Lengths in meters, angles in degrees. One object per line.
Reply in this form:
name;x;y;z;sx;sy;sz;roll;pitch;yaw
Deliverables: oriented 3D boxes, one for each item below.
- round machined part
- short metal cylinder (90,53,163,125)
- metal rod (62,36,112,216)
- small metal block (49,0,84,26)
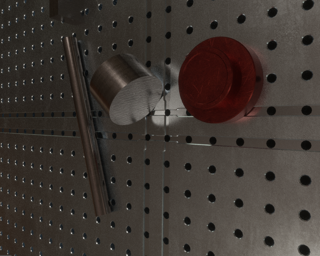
round machined part;0.060;-0.054;0.348;0.098;0.042;0.097;0;90;39
short metal cylinder;-0.044;-0.050;0.408;0.050;0.081;0.080;49;119;28
metal rod;-0.121;-0.009;0.506;0.025;0.025;0.299;-22;76;37
small metal block;-0.155;-0.205;0.518;0.025;0.050;0.050;1;90;40
